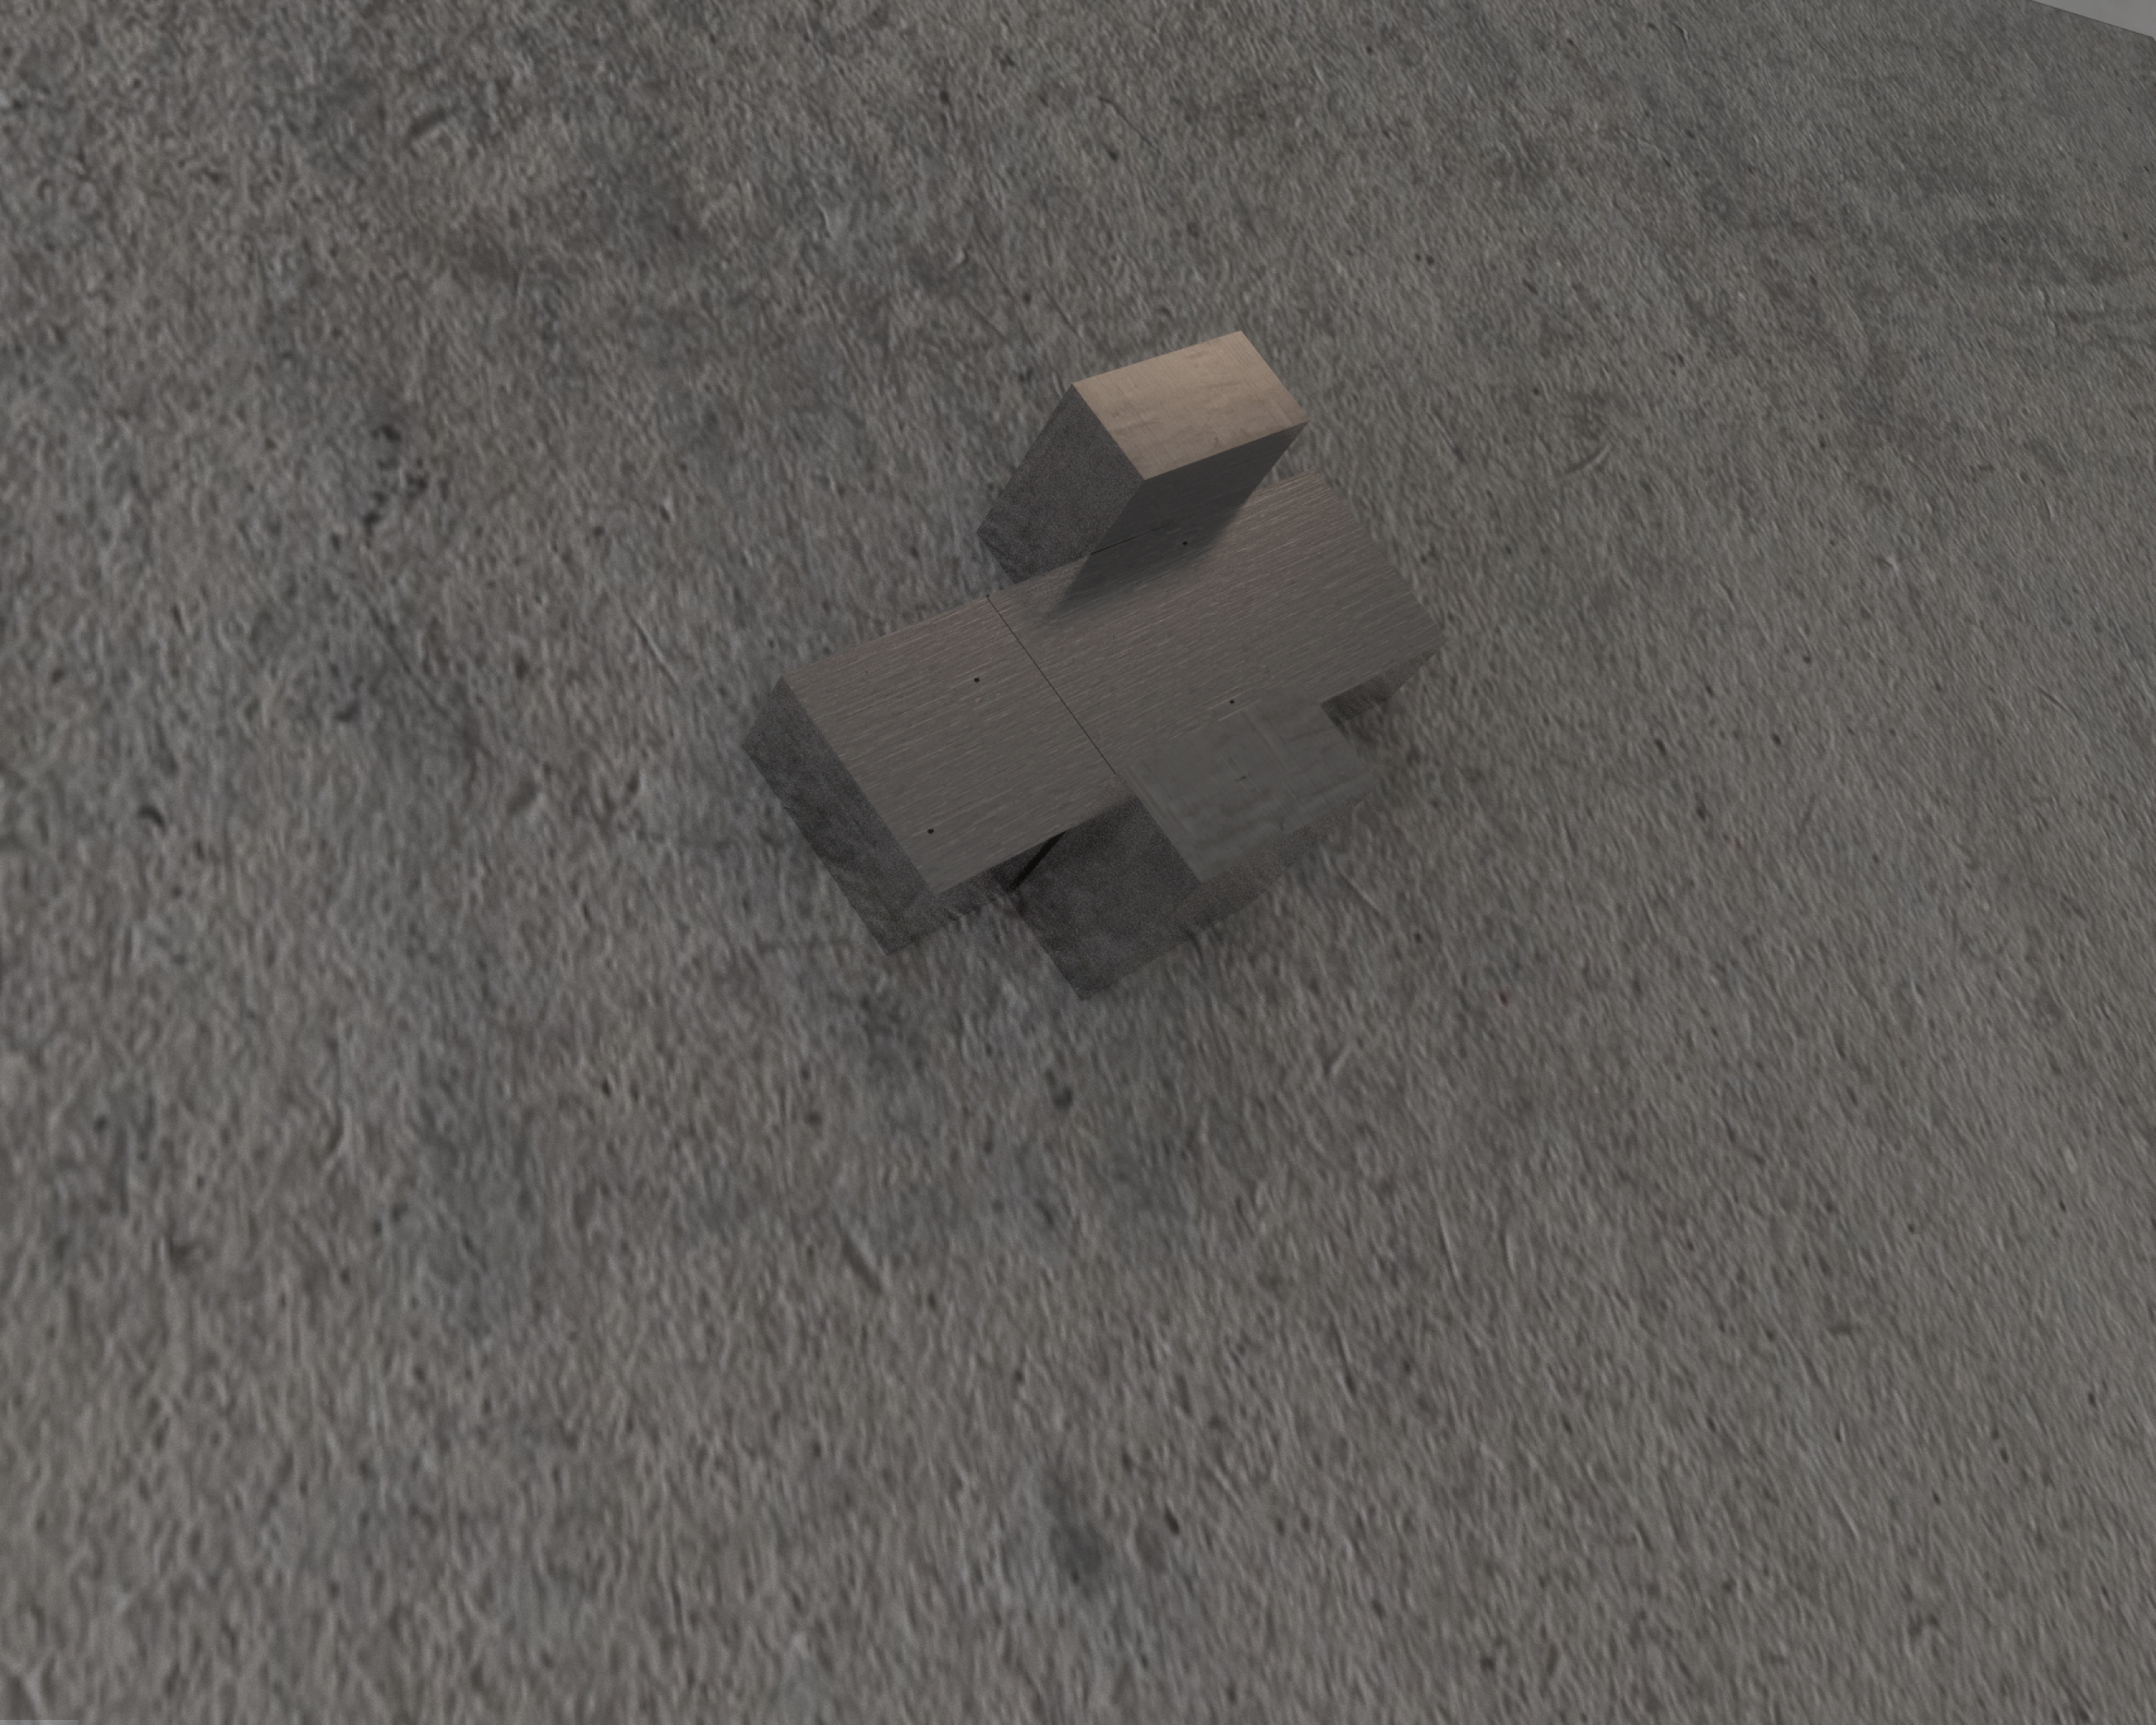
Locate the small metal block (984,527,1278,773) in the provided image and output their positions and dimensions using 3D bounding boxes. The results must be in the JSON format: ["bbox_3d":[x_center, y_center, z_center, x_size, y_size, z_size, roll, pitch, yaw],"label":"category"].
[{"bbox_3d":[0.009,-0.036,0.430,0.050,0.025,0.050,-27,77,-37],"label":"small metal block"}]

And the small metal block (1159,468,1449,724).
[{"bbox_3d":[0.045,-0.054,0.461,0.050,0.025,0.050,-27,77,-37],"label":"small metal block"}]

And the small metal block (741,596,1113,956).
[{"bbox_3d":[-0.027,-0.017,0.400,0.050,0.025,0.050,-27,77,-37],"label":"small metal block"}]

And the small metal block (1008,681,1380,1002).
[{"bbox_3d":[0.022,-0.004,0.402,0.050,0.050,0.025,-28,77,-37],"label":"small metal block"}]

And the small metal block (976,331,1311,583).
[{"bbox_3d":[0.013,-0.082,0.445,0.050,0.050,0.025,-27,77,-37],"label":"small metal block"}]
